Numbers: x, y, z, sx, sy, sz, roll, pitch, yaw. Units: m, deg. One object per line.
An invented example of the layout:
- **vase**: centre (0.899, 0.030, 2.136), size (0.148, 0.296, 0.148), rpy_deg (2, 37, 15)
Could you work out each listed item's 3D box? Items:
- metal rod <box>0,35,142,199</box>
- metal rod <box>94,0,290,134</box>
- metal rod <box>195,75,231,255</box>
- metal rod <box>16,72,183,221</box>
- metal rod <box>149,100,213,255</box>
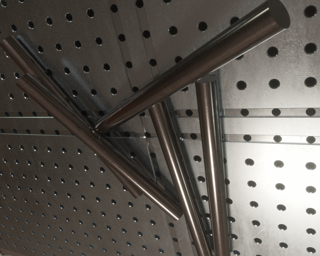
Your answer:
- **metal rod**: centre (-0.125, -0.011, 0.467), size (0.025, 0.025, 0.300), rpy_deg (-34, 100, 38)
- **metal rod**: centre (0.000, -0.042, 0.337), size (0.025, 0.025, 0.299), rpy_deg (53, 142, -10)
- **metal rod**: centre (0.075, 0.075, 0.417), size (0.025, 0.025, 0.298), rpy_deg (4, 121, 26)
- **metal rod**: centre (-0.079, 0.033, 0.451), size (0.300, 0.025, 0.025), rpy_deg (42, 129, -10)
- **metal rod**: centre (0.033, 0.082, 0.443), size (0.025, 0.025, 0.298), rpy_deg (-5, 117, 30)
